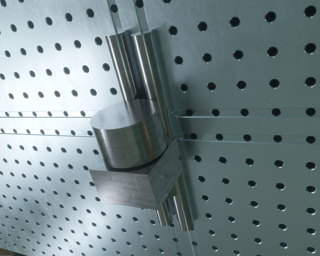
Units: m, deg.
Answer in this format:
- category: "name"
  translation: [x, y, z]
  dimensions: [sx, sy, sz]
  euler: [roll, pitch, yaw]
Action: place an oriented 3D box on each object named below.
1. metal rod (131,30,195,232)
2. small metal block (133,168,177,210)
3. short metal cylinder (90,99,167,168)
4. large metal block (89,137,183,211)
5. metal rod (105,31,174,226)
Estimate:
- category: "metal rod"
  translation: [0.010, 0.022, 0.419]
  dimensions: [0.025, 0.025, 0.298]
  euler: [1, 119, 27]
- category: "small metal block"
  translation: [-0.011, 0.077, 0.418]
  dimensions: [0.050, 0.050, 0.025]
  euler: [-19, 116, -13]
- category: "short metal cylinder"
  translation: [-0.036, 0.004, 0.368]
  dimensions: [0.080, 0.080, 0.050]
  euler: [1, 119, 27]
- category: "large metal block"
  translation: [-0.026, 0.052, 0.388]
  dimensions: [0.080, 0.080, 0.050]
  euler: [1, 119, 27]
- category: "metal rod"
  translation: [-0.022, 0.018, 0.434]
  dimensions: [0.025, 0.025, 0.298]
  euler: [1, 119, 27]
